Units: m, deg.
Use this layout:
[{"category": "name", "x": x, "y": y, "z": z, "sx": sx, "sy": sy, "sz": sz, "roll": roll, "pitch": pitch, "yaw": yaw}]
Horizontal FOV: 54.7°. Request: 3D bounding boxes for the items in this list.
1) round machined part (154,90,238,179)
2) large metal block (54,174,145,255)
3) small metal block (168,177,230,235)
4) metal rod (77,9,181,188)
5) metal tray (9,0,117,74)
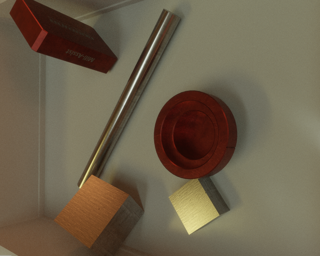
[{"category": "round machined part", "x": 0.044, "y": 0.008, "z": 0.355, "sx": 0.098, "sy": 0.042, "sz": 0.097, "roll": -4, "pitch": 83, "yaw": 39}, {"category": "large metal block", "x": -0.084, "y": 0.123, "z": 0.431, "sx": 0.080, "sy": 0.050, "sz": 0.080, "roll": 18, "pitch": 60, "yaw": 38}, {"category": "small metal block", "x": 0.046, "y": 0.090, "z": 0.368, "sx": 0.050, "sy": 0.025, "sz": 0.050, "roll": -44, "pitch": 64, "yaw": 30}, {"category": "metal rod", "x": -0.053, "y": -0.026, "z": 0.448, "sx": 0.025, "sy": 0.025, "sz": 0.298, "roll": 44, "pitch": 116, "yaw": 31}, {"category": "metal tray", "x": -0.133, "y": -0.130, "z": 0.444, "sx": 0.030, "sy": 0.131, "sz": 0.090, "roll": -49, "pitch": 61, "yaw": 21}]
